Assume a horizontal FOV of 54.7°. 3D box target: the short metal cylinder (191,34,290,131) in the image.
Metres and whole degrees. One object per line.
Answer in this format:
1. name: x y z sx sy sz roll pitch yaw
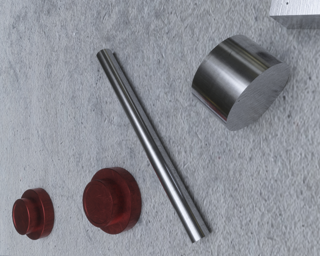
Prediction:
1. short metal cylinder: 0.078 -0.043 0.305 0.050 0.081 0.080 48 118 29

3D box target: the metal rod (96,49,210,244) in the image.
1. metal rod: -0.019 0.009 0.420 0.025 0.025 0.299 -43 64 31

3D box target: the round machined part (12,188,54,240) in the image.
1. round machined part: -0.251 0.168 0.601 0.098 0.042 0.097 0 90 40

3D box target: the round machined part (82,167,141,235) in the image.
1. round machined part: -0.077 0.108 0.458 0.098 0.042 0.097 0 90 40

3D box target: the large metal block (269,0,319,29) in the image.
1. large metal block: 0.150 -0.131 0.265 0.080 0.050 0.079 15 99 39
